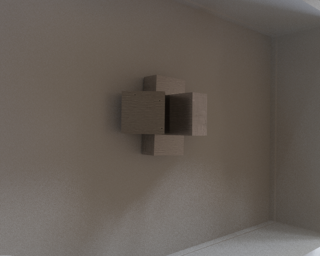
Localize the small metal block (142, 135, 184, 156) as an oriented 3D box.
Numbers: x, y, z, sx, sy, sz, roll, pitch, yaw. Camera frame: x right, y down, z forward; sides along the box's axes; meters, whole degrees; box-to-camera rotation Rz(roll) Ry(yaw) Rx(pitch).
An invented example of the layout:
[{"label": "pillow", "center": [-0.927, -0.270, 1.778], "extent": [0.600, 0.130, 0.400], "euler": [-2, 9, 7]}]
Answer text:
[{"label": "small metal block", "center": [0.005, 0.010, 0.408], "extent": [0.050, 0.025, 0.050], "euler": [3, 88, -40]}]

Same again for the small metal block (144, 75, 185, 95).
[{"label": "small metal block", "center": [0.006, -0.040, 0.408], "extent": [0.050, 0.025, 0.050], "euler": [3, 88, -41]}]

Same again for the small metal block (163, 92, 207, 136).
[{"label": "small metal block", "center": [0.030, -0.016, 0.380], "extent": [0.025, 0.050, 0.050], "euler": [1, 90, -41]}]

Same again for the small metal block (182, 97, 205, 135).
[{"label": "small metal block", "center": [0.047, -0.016, 0.428], "extent": [0.050, 0.025, 0.050], "euler": [5, 86, -79]}]

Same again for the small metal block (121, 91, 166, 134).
[{"label": "small metal block", "center": [-0.019, -0.018, 0.370], "extent": [0.050, 0.025, 0.050], "euler": [1, 90, 3]}]
